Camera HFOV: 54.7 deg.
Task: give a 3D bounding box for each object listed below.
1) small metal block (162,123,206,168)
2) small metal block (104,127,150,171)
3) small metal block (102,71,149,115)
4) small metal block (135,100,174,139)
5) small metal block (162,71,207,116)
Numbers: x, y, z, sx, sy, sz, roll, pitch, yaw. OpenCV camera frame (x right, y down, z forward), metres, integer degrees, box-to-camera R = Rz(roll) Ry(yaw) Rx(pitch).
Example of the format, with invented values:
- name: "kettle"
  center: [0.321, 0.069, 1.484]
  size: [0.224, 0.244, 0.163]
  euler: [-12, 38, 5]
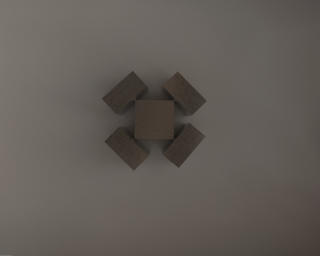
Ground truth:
- name: "small metal block"
  center: [0.029, 0.021, 0.397]
  size: [0.025, 0.050, 0.050]
  euler: [40, 89, -1]
- name: "small metal block"
  center: [-0.040, 0.025, 0.397]
  size: [0.025, 0.050, 0.050]
  euler: [-45, 90, 1]
- name: "small metal block"
  center: [-0.042, -0.043, 0.396]
  size: [0.050, 0.050, 0.025]
  euler: [-42, 90, 1]
- name: "small metal block"
  center: [-0.007, -0.011, 0.409]
  size: [0.050, 0.025, 0.050]
  euler: [1, 90, 0]
- name: "small metal block"
  center: [0.029, -0.042, 0.397]
  size: [0.025, 0.050, 0.050]
  euler: [-45, 91, -1]
